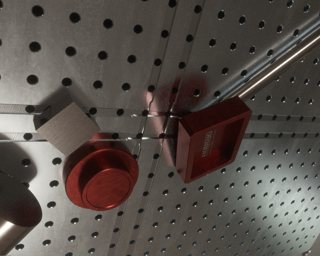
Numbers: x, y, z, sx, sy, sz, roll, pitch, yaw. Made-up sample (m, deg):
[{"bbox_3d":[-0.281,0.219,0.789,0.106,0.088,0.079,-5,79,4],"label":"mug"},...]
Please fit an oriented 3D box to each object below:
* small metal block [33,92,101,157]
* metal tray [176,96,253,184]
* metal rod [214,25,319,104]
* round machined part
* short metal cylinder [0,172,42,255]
[{"bbox_3d":[-0.105,-0.003,0.353,0.050,0.025,0.050,-39,130,-2],"label":"small metal block"},{"bbox_3d":[0.071,0.021,0.435,0.091,0.030,0.129,-22,146,-16],"label":"metal tray"},{"bbox_3d":[0.180,-0.095,0.453,0.301,0.025,0.025,-37,130,-4],"label":"metal rod"},{"bbox_3d":[-0.073,0.069,0.404,0.099,0.042,0.097,-14,124,-21],"label":"round machined part"},{"bbox_3d":[-0.178,0.093,0.336,0.050,0.080,0.080,-45,130,3],"label":"short metal cylinder"}]
